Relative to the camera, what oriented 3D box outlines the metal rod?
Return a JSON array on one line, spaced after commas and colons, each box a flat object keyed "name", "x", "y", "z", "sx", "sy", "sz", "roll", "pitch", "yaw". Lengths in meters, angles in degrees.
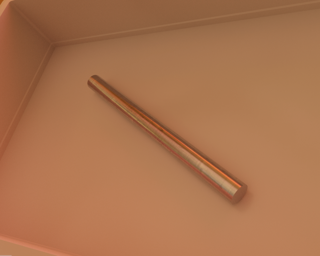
[{"name": "metal rod", "x": -0.012, "y": -0.003, "z": 0.410, "sx": 0.025, "sy": 0.025, "sz": 0.300, "roll": -48, "pitch": 52, "yaw": -6}]
